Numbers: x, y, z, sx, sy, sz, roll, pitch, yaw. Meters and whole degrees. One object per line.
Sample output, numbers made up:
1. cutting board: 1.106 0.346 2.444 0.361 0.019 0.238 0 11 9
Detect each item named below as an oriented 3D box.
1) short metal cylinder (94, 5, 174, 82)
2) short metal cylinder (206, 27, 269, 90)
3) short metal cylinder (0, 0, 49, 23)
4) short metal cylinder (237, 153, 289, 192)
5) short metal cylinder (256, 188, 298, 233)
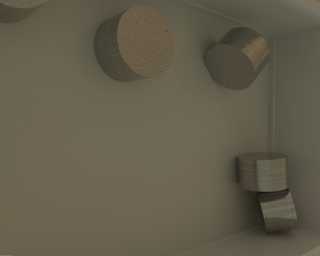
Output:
1. short metal cylinder: -0.030 -0.097 0.367 0.081 0.050 0.079 0 90 -40
2. short metal cylinder: 0.117 -0.105 0.472 0.050 0.080 0.080 -48 119 -29
3. short metal cylinder: -0.138 -0.140 0.275 0.081 0.050 0.079 0 90 -40
4. short metal cylinder: 0.172 0.071 0.519 0.081 0.080 0.050 -7 94 -40
5. short metal cylinder: 0.199 0.137 0.535 0.080 0.050 0.080 -13 91 -80
